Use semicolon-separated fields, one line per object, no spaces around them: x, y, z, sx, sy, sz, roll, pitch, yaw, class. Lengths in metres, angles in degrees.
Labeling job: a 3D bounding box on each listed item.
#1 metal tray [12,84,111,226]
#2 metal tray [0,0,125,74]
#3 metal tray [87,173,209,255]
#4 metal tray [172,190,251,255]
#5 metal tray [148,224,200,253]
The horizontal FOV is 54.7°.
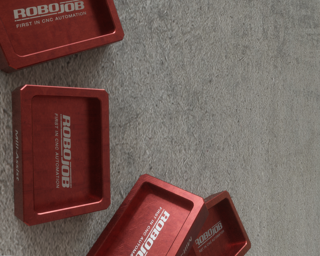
-0.098;0.024;0.318;0.091;0.030;0.129;-2;91;-40;metal tray
-0.107;-0.116;0.310;0.131;0.030;0.090;-29;108;-36;metal tray
-0.015;0.124;0.346;0.130;0.090;0.030;-55;144;-26;metal tray
0.070;0.147;0.421;0.131;0.030;0.090;-11;75;-53;metal tray
0.007;0.199;0.408;0.090;0.030;0.130;29;72;-36;metal tray
